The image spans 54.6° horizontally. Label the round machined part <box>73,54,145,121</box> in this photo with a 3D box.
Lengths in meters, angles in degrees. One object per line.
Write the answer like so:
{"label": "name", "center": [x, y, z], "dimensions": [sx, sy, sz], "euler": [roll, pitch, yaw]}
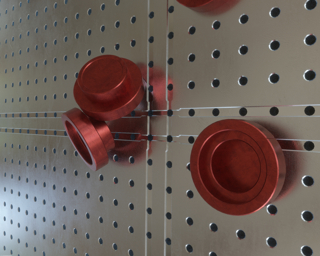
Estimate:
{"label": "round machined part", "center": [-0.073, -0.062, 0.426], "dimensions": [0.098, 0.042, 0.098], "euler": [-5, 58, 8]}

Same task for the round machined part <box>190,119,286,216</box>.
{"label": "round machined part", "center": [0.084, 0.039, 0.329], "dimensions": [0.098, 0.042, 0.097], "euler": [0, 90, 40]}

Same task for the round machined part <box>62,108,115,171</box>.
{"label": "round machined part", "center": [-0.104, 0.012, 0.466], "dimensions": [0.098, 0.042, 0.098], "euler": [42, 151, 31]}

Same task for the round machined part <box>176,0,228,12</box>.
{"label": "round machined part", "center": [0.047, -0.191, 0.360], "dimensions": [0.098, 0.042, 0.097], "euler": [0, 90, 40]}
